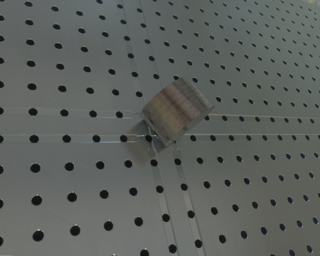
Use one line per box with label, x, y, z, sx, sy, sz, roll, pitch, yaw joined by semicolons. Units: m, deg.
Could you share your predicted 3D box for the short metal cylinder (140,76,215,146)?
short metal cylinder;0.022;-0.021;0.396;0.081;0.080;0.050;-32;79;-38
